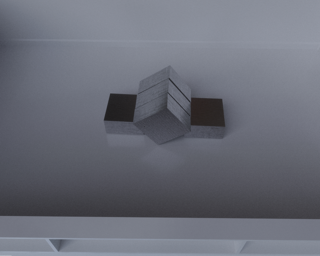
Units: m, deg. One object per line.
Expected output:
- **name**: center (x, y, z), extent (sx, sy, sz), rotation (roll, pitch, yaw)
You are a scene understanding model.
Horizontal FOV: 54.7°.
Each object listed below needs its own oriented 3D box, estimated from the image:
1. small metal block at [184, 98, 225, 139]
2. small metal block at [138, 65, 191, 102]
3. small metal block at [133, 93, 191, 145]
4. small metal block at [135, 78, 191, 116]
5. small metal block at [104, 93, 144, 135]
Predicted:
- **small metal block**: center (0.058, -0.014, 0.416), extent (0.050, 0.025, 0.050), rotation (2, 50, 1)
- **small metal block**: center (0.007, -0.049, 0.414), extent (0.050, 0.050, 0.025), rotation (-23, 43, 28)
- **small metal block**: center (0.003, -0.010, 0.382), extent (0.050, 0.050, 0.025), rotation (-24, 43, 28)
- **small metal block**: center (0.005, -0.029, 0.398), extent (0.050, 0.050, 0.025), rotation (-24, 43, 28)
- **small metal block**: center (-0.045, -0.019, 0.419), extent (0.050, 0.025, 0.050), rotation (3, 50, 2)
